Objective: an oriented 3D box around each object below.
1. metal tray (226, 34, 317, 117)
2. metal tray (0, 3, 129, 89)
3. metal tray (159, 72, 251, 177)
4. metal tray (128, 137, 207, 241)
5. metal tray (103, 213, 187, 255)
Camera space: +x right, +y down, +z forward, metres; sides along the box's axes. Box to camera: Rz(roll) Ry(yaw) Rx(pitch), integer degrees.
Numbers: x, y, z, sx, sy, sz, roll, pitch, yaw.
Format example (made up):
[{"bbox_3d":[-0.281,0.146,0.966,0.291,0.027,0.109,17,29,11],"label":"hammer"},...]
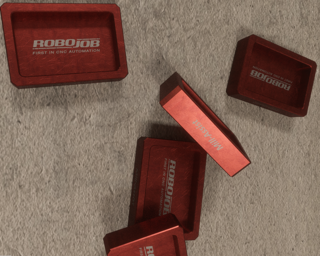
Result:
[{"bbox_3d":[0.172,-0.076,0.471,0.131,0.030,0.090,16,85,-20],"label":"metal tray"},{"bbox_3d":[-0.109,-0.097,0.366,0.131,0.030,0.089,-8,93,-20],"label":"metal tray"},{"bbox_3d":[0.054,-0.007,0.394,0.030,0.090,0.130,-41,105,14],"label":"metal tray"},{"bbox_3d":[0.011,0.080,0.411,0.091,0.030,0.129,7,88,-20],"label":"metal tray"},{"bbox_3d":[-0.011,0.178,0.381,0.091,0.030,0.129,-15,110,-14],"label":"metal tray"}]
